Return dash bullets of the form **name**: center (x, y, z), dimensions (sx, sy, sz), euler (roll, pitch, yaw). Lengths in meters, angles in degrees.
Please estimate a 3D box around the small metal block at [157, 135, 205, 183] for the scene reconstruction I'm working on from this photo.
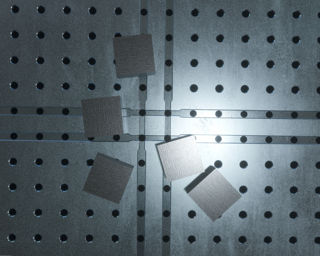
- **small metal block**: center (0.027, 0.040, 0.414), dimensions (0.050, 0.025, 0.050), euler (-16, 90, -1)

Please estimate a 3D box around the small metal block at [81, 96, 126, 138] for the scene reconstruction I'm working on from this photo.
- **small metal block**: center (-0.075, -0.015, 0.412), dimensions (0.050, 0.025, 0.050), euler (-6, 90, -1)

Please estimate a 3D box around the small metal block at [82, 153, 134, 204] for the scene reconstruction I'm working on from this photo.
- **small metal block**: center (-0.068, 0.067, 0.413), dimensions (0.050, 0.025, 0.050), euler (21, 90, -1)

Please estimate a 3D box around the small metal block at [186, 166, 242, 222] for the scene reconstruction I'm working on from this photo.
- **small metal block**: center (0.071, 0.087, 0.414), dimensions (0.050, 0.025, 0.050), euler (-42, 91, 0)

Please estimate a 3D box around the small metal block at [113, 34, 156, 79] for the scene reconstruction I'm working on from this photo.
- **small metal block**: center (-0.033, -0.095, 0.413), dimensions (0.050, 0.025, 0.050), euler (-6, 90, -1)
